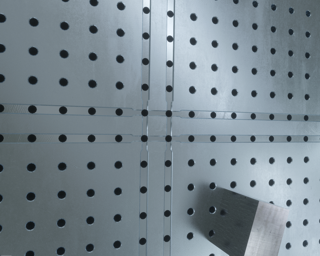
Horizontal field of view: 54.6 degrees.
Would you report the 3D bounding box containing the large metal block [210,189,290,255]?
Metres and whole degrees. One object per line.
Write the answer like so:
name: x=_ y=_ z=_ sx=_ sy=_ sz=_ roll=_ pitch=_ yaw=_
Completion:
large metal block: x=0.121 y=0.136 z=0.428 sx=0.050 sy=0.080 sz=0.080 roll=20 pitch=84 yaw=-19
